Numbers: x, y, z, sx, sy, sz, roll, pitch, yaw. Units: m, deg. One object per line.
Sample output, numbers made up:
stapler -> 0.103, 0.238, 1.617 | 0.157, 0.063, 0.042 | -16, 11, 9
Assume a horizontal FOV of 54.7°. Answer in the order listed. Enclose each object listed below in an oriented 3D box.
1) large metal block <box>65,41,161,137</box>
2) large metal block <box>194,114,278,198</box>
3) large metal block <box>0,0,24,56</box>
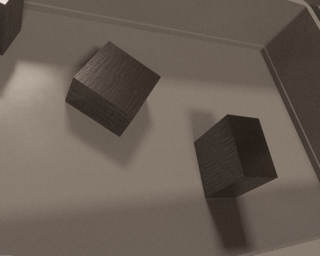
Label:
large metal block -> -0.058, -0.049, 0.390 | 0.080, 0.050, 0.080 | 34, 51, -6
large metal block -> 0.093, 0.039, 0.398 | 0.050, 0.080, 0.080 | 6, 59, -26
large metal block -> -0.204, -0.141, 0.346 | 0.080, 0.080, 0.050 | 23, 53, -15
